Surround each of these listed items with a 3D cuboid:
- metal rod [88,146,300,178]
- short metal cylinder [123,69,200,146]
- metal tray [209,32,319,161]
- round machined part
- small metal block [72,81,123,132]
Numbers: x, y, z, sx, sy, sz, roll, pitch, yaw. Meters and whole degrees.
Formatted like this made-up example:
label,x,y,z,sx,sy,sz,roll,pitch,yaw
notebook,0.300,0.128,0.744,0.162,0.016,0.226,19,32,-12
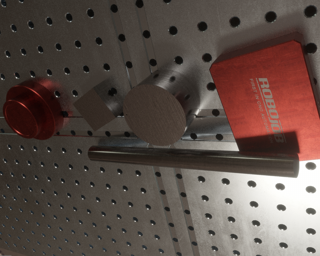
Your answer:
label,x,y,z,sx,sy,sz,roll,pitch,yaw
metal rod,0.017,0.039,0.400,0.300,0.025,0.025,0,119,36
short metal cylinder,0.003,-0.025,0.377,0.080,0.050,0.079,13,124,20
metal tray,0.118,-0.024,0.331,0.090,0.030,0.129,-12,113,32
round machined part,-0.208,-0.022,0.494,0.098,0.042,0.097,13,124,20
small metal block,-0.086,-0.030,0.436,0.050,0.025,0.050,-29,103,37
